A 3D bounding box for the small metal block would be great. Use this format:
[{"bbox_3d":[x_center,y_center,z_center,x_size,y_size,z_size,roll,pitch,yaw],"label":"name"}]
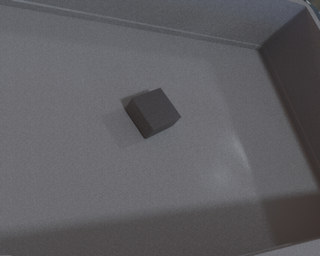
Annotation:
[{"bbox_3d":[-0.009,-0.020,0.410,0.050,0.025,0.050,-26,76,-37],"label":"small metal block"}]
